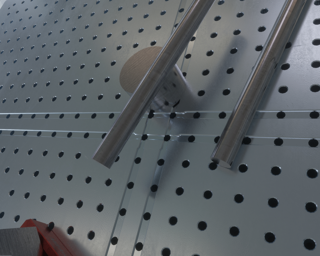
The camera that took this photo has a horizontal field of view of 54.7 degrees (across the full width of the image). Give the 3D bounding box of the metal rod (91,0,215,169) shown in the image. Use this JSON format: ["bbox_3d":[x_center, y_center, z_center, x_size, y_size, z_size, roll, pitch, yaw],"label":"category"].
[{"bbox_3d":[0.007,-0.084,0.391,0.025,0.025,0.300,21,72,35],"label":"metal rod"}]

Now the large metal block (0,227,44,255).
[{"bbox_3d":[-0.172,0.158,0.336,0.050,0.080,0.080,-36,64,14],"label":"large metal block"}]

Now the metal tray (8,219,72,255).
[{"bbox_3d":[-0.148,0.183,0.369,0.130,0.030,0.090,30,78,37],"label":"metal tray"}]

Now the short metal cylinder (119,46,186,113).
[{"bbox_3d":[-0.010,-0.068,0.439,0.080,0.050,0.080,-13,56,21],"label":"short metal cylinder"}]

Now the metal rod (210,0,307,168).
[{"bbox_3d":[0.137,-0.087,0.389,0.025,0.025,0.300,17,70,35],"label":"metal rod"}]
